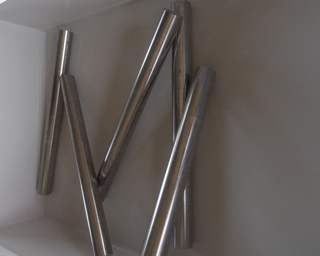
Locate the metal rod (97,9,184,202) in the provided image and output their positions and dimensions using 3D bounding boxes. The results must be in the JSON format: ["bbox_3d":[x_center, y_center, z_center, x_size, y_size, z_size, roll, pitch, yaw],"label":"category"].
[{"bbox_3d":[-0.042,-0.011,0.421,0.025,0.025,0.298,43,121,31],"label":"metal rod"}]

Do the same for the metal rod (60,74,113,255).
[{"bbox_3d":[-0.117,0.042,0.471,0.025,0.025,0.299,-38,58,33],"label":"metal rod"}]

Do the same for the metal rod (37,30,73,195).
[{"bbox_3d":[-0.191,-0.023,0.560,0.025,0.025,0.298,17,101,38],"label":"metal rod"}]

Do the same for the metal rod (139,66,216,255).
[{"bbox_3d":[0.010,0.069,0.313,0.025,0.025,0.299,0,64,39],"label":"metal rod"}]

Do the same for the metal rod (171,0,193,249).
[{"bbox_3d":[0.027,-0.004,0.382,0.025,0.025,0.298,-1,90,39],"label":"metal rod"}]
